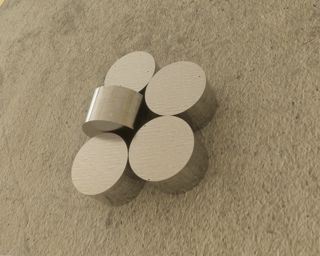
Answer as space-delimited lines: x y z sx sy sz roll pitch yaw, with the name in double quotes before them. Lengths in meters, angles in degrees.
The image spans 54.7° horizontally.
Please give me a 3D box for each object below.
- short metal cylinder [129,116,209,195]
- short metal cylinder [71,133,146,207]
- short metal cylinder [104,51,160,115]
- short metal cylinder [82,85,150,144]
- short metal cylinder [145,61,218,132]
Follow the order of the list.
"short metal cylinder" 0.011 0.032 0.363 0.080 0.050 0.080 -14 56 22
"short metal cylinder" -0.062 0.053 0.390 0.080 0.050 0.080 -14 56 21
"short metal cylinder" -0.032 -0.062 0.444 0.080 0.050 0.080 -14 56 21
"short metal cylinder" -0.056 -0.012 0.407 0.080 0.080 0.050 -3 61 27
"short metal cylinder" 0.028 -0.038 0.397 0.080 0.050 0.080 -13 57 21
